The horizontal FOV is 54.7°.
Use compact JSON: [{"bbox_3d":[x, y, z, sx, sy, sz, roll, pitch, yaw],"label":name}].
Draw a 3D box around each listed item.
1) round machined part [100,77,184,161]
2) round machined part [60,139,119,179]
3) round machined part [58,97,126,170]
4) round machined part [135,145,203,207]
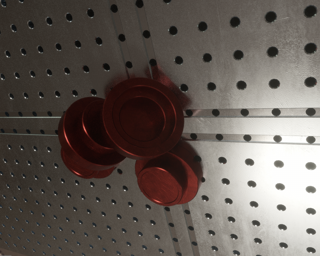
[{"bbox_3d":[-0.024,-0.008,0.377,0.098,0.098,0.042,44,155,-3],"label":"round machined part"},{"bbox_3d":[-0.114,0.040,0.483,0.098,0.042,0.097,13,124,20],"label":"round machined part"},{"bbox_3d":[-0.076,0.002,0.401,0.098,0.098,0.042,49,136,-7],"label":"round machined part"},{"bbox_3d":[0.007,0.072,0.439,0.098,0.042,0.097,13,124,20],"label":"round machined part"}]
